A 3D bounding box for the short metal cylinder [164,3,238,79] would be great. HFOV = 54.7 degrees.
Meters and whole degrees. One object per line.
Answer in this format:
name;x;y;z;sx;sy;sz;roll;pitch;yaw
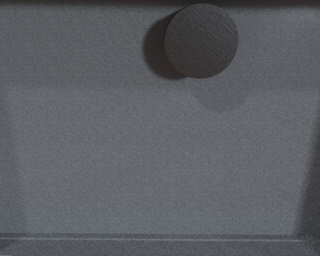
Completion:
short metal cylinder;0.045;-0.102;0.361;0.081;0.050;0.079;0;110;0
